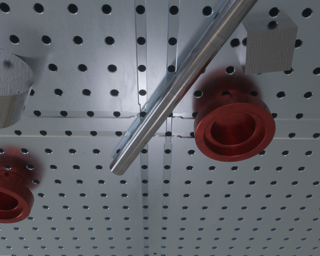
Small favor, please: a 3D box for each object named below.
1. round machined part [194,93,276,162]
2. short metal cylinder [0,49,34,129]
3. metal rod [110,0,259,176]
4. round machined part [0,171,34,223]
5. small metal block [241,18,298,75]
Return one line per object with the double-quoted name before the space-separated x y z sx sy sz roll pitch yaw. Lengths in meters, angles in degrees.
"round machined part" 0.092 -0.005 0.398 0.099 0.042 0.097 0 130 0
"short metal cylinder" -0.185 -0.044 0.336 0.080 0.080 0.050 22 127 -18
"metal rod" 0.013 -0.037 0.379 0.025 0.025 0.298 24 126 -19
"round machined part" -0.249 0.105 0.488 0.099 0.042 0.097 0 130 0
"small metal block" 0.117 -0.088 0.338 0.050 0.025 0.050 -5 130 4
